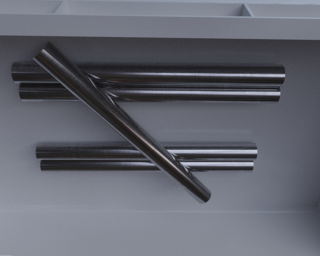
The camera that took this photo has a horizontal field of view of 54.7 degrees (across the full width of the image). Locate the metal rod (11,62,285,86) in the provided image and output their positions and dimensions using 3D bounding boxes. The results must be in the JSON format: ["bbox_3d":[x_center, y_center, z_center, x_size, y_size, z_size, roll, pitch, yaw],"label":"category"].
[{"bbox_3d":[-0.012,-0.062,0.354,0.302,0.025,0.025,0,130,-1],"label":"metal rod"}]

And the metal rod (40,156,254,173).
[{"bbox_3d":[-0.018,0.052,0.451,0.302,0.025,0.025,0,130,-1],"label":"metal rod"}]

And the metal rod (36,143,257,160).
[{"bbox_3d":[-0.018,0.033,0.434,0.302,0.025,0.025,0,130,-1],"label":"metal rod"}]

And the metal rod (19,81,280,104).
[{"bbox_3d":[-0.011,-0.043,0.370,0.302,0.025,0.025,0,130,-1],"label":"metal rod"}]

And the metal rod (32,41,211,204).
[{"bbox_3d":[-0.026,0.012,0.385,0.025,0.025,0.300,-31,124,23],"label":"metal rod"}]
